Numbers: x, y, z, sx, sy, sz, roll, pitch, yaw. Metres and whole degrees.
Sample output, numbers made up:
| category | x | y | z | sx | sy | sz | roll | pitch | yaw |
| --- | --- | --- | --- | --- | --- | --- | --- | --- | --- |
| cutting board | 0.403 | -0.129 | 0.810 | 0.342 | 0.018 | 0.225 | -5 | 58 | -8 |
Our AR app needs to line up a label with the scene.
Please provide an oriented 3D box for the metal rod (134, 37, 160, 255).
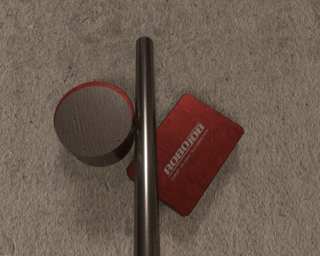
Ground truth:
| category | x | y | z | sx | sy | sz | roll | pitch | yaw |
| --- | --- | --- | --- | --- | --- | --- | --- | --- | --- |
| metal rod | -0.017 | 0.000 | 0.371 | 0.025 | 0.025 | 0.299 | -2 | 56 | -1 |

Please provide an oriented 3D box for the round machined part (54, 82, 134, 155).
| category | x | y | z | sx | sy | sz | roll | pitch | yaw |
| --- | --- | --- | --- | --- | --- | --- | --- | --- | --- |
| round machined part | -0.081 | -0.007 | 0.401 | 0.099 | 0.042 | 0.098 | 0 | 70 | -1 |

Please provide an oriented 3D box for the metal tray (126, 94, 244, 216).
| category | x | y | z | sx | sy | sz | roll | pitch | yaw |
| --- | --- | --- | --- | --- | --- | --- | --- | --- | --- |
| metal tray | 0.032 | 0.032 | 0.387 | 0.090 | 0.030 | 0.130 | 34 | 74 | 12 |

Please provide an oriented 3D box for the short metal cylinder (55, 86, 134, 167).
| category | x | y | z | sx | sy | sz | roll | pitch | yaw |
| --- | --- | --- | --- | --- | --- | --- | --- | --- | --- |
| short metal cylinder | -0.070 | 0.000 | 0.350 | 0.081 | 0.050 | 0.080 | 0 | 70 | -1 |

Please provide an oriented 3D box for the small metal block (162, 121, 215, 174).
| category | x | y | z | sx | sy | sz | roll | pitch | yaw |
| --- | --- | --- | --- | --- | --- | --- | --- | --- | --- |
| small metal block | 0.037 | 0.027 | 0.399 | 0.050 | 0.025 | 0.050 | -29 | 73 | -11 |
